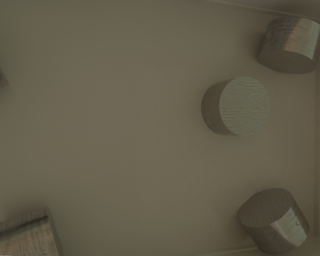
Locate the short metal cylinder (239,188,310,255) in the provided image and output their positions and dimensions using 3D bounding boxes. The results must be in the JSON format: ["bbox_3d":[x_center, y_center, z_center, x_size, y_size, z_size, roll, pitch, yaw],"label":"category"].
[{"bbox_3d":[0.161,0.131,0.441,0.080,0.080,0.050,-37,102,-16],"label":"short metal cylinder"}]

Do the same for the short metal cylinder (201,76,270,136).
[{"bbox_3d":[0.106,-0.029,0.436,0.081,0.050,0.080,0,90,-20],"label":"short metal cylinder"}]

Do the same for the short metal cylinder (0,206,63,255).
[{"bbox_3d":[-0.135,0.131,0.332,0.050,0.080,0.080,-17,96,-19],"label":"short metal cylinder"}]

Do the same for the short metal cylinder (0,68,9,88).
[{"bbox_3d":[-0.196,-0.069,0.309,0.050,0.080,0.080,-29,100,-18],"label":"short metal cylinder"}]

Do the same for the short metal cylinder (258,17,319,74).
[{"bbox_3d":[0.190,-0.118,0.451,0.080,0.080,0.050,20,84,-19],"label":"short metal cylinder"}]
